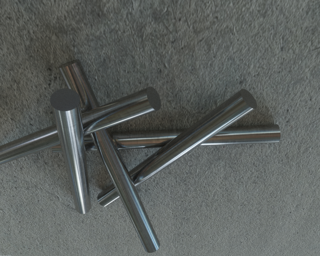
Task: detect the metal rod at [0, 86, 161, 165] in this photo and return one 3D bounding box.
[{"bbox_3d":[-0.132,0.010,0.377,0.300,0.025,0.025,-17,129,28],"label":"metal rod"}]

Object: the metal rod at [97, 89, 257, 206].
[{"bbox_3d":[0.000,0.043,0.413,0.025,0.025,0.299,31,133,-24],"label":"metal rod"}]

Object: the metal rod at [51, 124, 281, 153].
[{"bbox_3d":[0.006,0.014,0.419,0.302,0.025,0.025,-3,130,2],"label":"metal rod"}]

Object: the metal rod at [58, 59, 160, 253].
[{"bbox_3d":[-0.057,0.055,0.411,0.025,0.025,0.298,-14,116,11],"label":"metal rod"}]

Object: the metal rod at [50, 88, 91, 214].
[{"bbox_3d":[-0.106,0.054,0.395,0.025,0.025,0.298,7,147,-6],"label":"metal rod"}]
